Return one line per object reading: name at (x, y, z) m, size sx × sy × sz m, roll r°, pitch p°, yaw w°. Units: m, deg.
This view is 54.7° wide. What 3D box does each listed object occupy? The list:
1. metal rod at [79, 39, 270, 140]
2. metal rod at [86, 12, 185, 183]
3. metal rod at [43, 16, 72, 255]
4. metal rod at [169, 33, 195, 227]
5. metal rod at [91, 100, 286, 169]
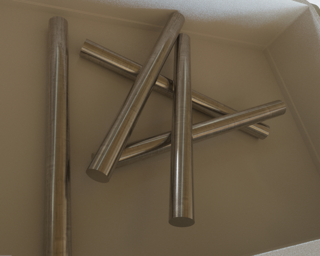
metal rod at (0.031, -0.051, 0.452) m, size 0.302 × 0.025 × 0.025 m, roll 23°, pitch 53°, yaw -14°
metal rod at (-0.017, -0.062, 0.400) m, size 0.025 × 0.025 × 0.300 m, roll 30°, pitch 52°, yaw -10°
metal rod at (-0.115, -0.010, 0.349) m, size 0.025 × 0.025 × 0.299 m, roll 5°, pitch 60°, yaw -26°
metal rod at (0.028, -0.024, 0.393) m, size 0.025 × 0.025 × 0.300 m, roll 19°, pitch 48°, yaw -17°
metal rod at (0.058, 0.004, 0.413) m, size 0.302 × 0.025 × 0.025 m, roll -15°, pitch 70°, yaw -28°
